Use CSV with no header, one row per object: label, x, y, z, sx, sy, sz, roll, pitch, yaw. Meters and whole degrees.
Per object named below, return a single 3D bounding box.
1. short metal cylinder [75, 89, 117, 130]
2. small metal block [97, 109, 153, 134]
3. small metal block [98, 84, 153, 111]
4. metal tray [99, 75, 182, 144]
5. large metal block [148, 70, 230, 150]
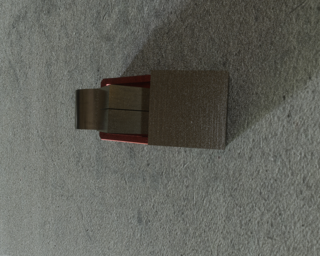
short metal cylinder,-0.071,-0.023,0.413,0.080,0.081,0.050,2,91,40
small metal block,-0.041,-0.007,0.355,0.050,0.050,0.025,-176,88,-66
small metal block,-0.040,-0.033,0.355,0.050,0.050,0.025,-176,88,-66
metal tray,-0.029,-0.025,0.427,0.130,0.030,0.089,3,92,40
large metal block,0.034,-0.020,0.343,0.080,0.050,0.079,3,92,14
